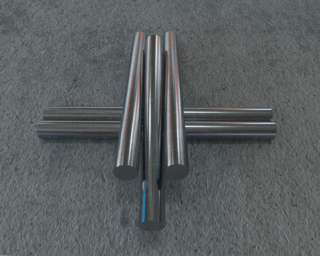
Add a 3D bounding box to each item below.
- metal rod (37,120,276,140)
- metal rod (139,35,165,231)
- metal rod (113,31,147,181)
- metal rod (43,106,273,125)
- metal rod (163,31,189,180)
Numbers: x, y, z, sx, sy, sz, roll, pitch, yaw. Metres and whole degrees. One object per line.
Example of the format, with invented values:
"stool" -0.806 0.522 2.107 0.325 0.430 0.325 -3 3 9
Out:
"metal rod" -0.004 0.003 0.403 0.302 0.025 0.025 0 50 -1
"metal rod" -0.008 -0.022 0.389 0.025 0.025 0.300 0 50 -1
"metal rod" -0.034 -0.055 0.423 0.025 0.025 0.300 0 42 0
"metal rod" -0.002 -0.016 0.419 0.302 0.025 0.025 0 50 -1
"metal rod" 0.017 -0.056 0.424 0.025 0.025 0.300 0 42 0
